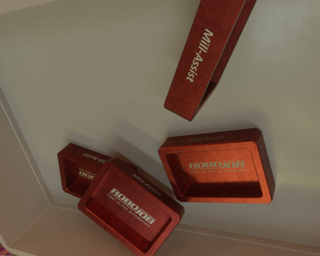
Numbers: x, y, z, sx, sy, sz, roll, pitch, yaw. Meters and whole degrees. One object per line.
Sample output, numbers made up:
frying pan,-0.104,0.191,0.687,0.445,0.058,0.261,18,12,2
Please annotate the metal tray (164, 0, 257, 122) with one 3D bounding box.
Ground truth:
metal tray,0.051,-0.080,0.290,0.030,0.090,0.129,28,128,10

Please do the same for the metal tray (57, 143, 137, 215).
metal tray,-0.104,0.086,0.512,0.130,0.030,0.089,17,125,18

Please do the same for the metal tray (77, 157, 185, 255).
metal tray,-0.042,0.115,0.444,0.130,0.030,0.090,36,105,8

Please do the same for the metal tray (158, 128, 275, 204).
metal tray,0.071,0.052,0.399,0.130,0.030,0.090,-7,115,31
